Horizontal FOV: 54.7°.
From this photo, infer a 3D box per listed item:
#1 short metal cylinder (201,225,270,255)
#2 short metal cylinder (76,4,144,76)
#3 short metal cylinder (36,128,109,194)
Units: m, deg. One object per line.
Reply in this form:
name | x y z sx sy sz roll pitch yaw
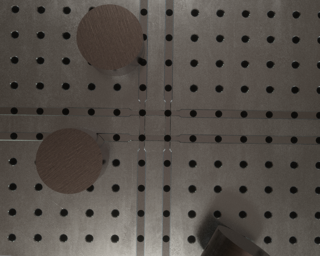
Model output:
short metal cylinder | 0.095 0.167 0.387 0.080 0.080 0.050 30 90 -1
short metal cylinder | -0.061 -0.110 0.400 0.081 0.050 0.079 0 90 -1
short metal cylinder | -0.110 0.040 0.399 0.081 0.050 0.079 0 90 -1
